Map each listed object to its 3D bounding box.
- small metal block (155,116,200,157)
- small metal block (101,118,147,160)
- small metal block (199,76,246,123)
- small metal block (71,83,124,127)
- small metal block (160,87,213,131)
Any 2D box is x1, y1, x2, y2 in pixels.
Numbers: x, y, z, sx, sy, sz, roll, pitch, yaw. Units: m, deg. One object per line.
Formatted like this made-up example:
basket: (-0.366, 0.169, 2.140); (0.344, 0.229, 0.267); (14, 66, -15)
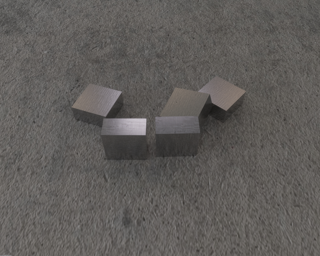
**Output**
small metal block: (0.020, 0.011, 0.377); (0.050, 0.050, 0.025); (-1, 53, -1)
small metal block: (-0.041, 0.014, 0.375); (0.050, 0.050, 0.025); (0, 50, 0)
small metal block: (0.085, -0.041, 0.438); (0.050, 0.025, 0.050); (34, 57, 25)
small metal block: (-0.085, -0.031, 0.428); (0.050, 0.025, 0.050); (16, 52, 13)
small metal block: (0.035, -0.023, 0.410); (0.050, 0.025, 0.050); (15, 62, 28)
